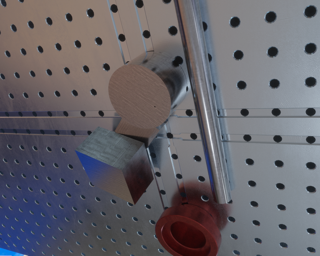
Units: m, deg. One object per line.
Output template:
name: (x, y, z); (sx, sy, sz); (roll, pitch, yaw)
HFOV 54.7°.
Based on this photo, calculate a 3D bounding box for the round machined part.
round machined part: (0.046, 0.156, 0.471); (0.098, 0.042, 0.097); (13, 124, 20)

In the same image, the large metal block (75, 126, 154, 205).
large metal block: (-0.062, 0.053, 0.440); (0.080, 0.050, 0.080); (18, 141, 27)

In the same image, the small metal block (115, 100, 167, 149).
small metal block: (-0.027, -0.002, 0.422); (0.050, 0.025, 0.050); (37, 129, 3)

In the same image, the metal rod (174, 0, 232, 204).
metal rod: (0.051, -0.035, 0.361); (0.025, 0.025, 0.298); (0, 119, 28)

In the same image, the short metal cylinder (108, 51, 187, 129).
short metal cylinder: (-0.014, -0.046, 0.373); (0.080, 0.050, 0.079); (13, 124, 21)
